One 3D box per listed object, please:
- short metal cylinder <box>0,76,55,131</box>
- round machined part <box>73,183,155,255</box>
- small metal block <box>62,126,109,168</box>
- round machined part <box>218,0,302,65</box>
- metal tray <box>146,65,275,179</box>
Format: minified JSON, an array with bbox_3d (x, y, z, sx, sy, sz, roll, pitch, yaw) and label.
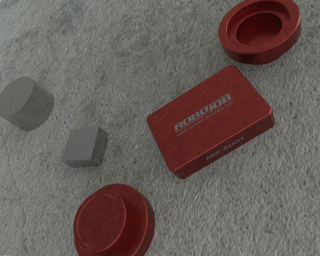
[{"bbox_3d":[-0.231,-0.041,0.532,0.080,0.050,0.080,-13,56,20],"label":"short metal cylinder"},{"bbox_3d":[-0.059,0.110,0.355,0.098,0.042,0.098,-13,56,20],"label":"round machined part"},{"bbox_3d":[-0.106,0.028,0.441,0.050,0.025,0.050,-6,59,24],"label":"small metal block"},{"bbox_3d":[0.129,-0.121,0.399,0.098,0.042,0.098,-13,56,20],"label":"round machined part"},{"bbox_3d":[0.057,-0.009,0.375,0.130,0.030,0.090,-32,52,7],"label":"metal tray"}]
